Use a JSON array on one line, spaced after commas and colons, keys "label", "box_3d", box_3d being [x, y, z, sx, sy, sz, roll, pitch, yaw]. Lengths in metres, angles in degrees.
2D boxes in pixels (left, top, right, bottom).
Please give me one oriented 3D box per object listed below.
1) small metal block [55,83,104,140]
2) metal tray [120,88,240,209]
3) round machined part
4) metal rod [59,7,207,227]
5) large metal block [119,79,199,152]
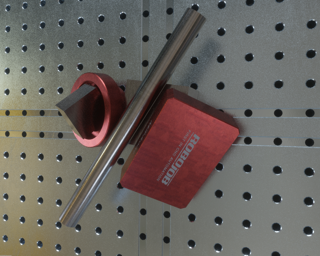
[{"label": "small metal block", "box_3d": [-0.098, -0.022, 0.403, 0.050, 0.050, 0.025, -42, 43, -21]}, {"label": "metal tray", "box_3d": [0.020, 0.029, 0.366, 0.090, 0.030, 0.129, 24, 115, -14]}, {"label": "round machined part", "box_3d": [-0.079, -0.024, 0.416, 0.098, 0.042, 0.097, 4, 95, 44]}, {"label": "metal rod", "box_3d": [-0.039, -0.004, 0.372, 0.025, 0.025, 0.299, 36, 101, 16]}, {"label": "large metal block", "box_3d": [-0.001, -0.015, 0.398, 0.080, 0.050, 0.079, 10, 93, 19]}]
